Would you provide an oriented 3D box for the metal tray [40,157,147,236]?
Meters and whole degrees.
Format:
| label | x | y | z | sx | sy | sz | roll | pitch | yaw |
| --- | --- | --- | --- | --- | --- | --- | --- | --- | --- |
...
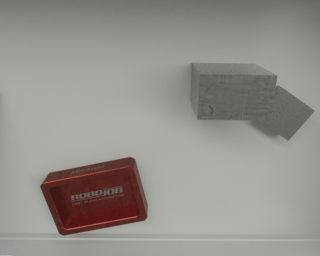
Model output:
| label | x | y | z | sx | sy | sz | roll | pitch | yaw |
| --- | --- | --- | --- | --- | --- | --- | --- | --- | --- |
| metal tray | -0.090 | 0.099 | 0.443 | 0.131 | 0.030 | 0.089 | -12 | 110 | 3 |

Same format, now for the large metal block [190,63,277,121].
| label | x | y | z | sx | sy | sz | roll | pitch | yaw |
| --- | --- | --- | --- | --- | --- | --- | --- | --- | --- |
| large metal block | 0.081 | -0.046 | 0.366 | 0.081 | 0.080 | 0.050 | 1 | 110 | -1 |

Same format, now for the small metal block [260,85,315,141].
| label | x | y | z | sx | sy | sz | roll | pitch | yaw |
| --- | --- | --- | --- | --- | --- | --- | --- | --- | --- |
| small metal block | 0.162 | -0.020 | 0.407 | 0.050 | 0.025 | 0.050 | 32 | 107 | -12 |
